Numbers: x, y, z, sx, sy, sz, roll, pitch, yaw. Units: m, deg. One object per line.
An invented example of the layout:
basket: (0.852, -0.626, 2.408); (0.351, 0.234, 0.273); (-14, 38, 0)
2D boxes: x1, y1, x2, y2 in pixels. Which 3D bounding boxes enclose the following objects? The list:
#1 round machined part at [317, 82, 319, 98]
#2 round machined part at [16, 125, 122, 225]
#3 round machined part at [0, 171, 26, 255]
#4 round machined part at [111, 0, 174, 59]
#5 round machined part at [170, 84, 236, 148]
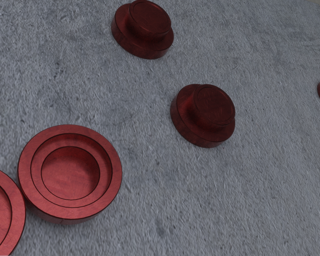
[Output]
round machined part: (0.379, -0.068, 0.638); (0.099, 0.042, 0.098); (14, 56, -21)
round machined part: (-0.092, 0.049, 0.314); (0.099, 0.042, 0.098); (14, 56, -21)
round machined part: (-0.166, 0.080, 0.255); (0.099, 0.042, 0.098); (14, 56, -21)
round machined part: (-0.022, -0.157, 0.477); (0.099, 0.042, 0.098); (14, 56, -21)
round machined part: (0.068, -0.024, 0.444); (0.099, 0.042, 0.098); (14, 56, -21)
